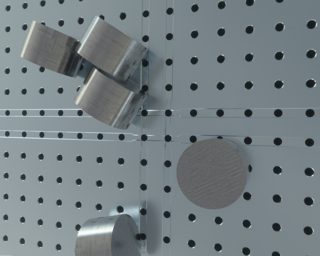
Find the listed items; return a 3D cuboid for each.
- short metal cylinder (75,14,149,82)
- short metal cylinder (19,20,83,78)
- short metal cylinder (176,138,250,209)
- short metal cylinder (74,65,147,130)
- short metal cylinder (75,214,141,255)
[{"bbox_3d":[-0.062,-0.103,0.404,0.080,0.080,0.050,36,102,16],"label":"short metal cylinder"},{"bbox_3d":[-0.147,-0.110,0.434,0.080,0.080,0.050,26,99,17],"label":"short metal cylinder"},{"bbox_3d":[0.066,0.053,0.376,0.080,0.050,0.079,0,90,19],"label":"short metal cylinder"},{"bbox_3d":[-0.063,-0.040,0.405,0.080,0.080,0.050,35,101,16],"label":"short metal cylinder"},{"bbox_3d":[-0.065,0.157,0.405,0.050,0.080,0.080,-13,86,19],"label":"short metal cylinder"}]
